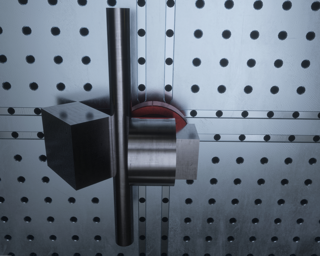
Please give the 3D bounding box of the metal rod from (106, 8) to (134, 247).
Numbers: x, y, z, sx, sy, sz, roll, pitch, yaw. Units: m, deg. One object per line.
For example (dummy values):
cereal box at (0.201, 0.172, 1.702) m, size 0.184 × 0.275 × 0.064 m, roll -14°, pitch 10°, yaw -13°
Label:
metal rod at (-0.046, 0.015, 0.374) m, size 0.025 × 0.025 × 0.298 m, roll 1°, pitch 110°, yaw -1°

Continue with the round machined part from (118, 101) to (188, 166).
round machined part at (-0.008, 0.011, 0.407) m, size 0.099 × 0.042 × 0.097 m, roll 0°, pitch 110°, yaw -1°

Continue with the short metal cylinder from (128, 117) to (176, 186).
short metal cylinder at (-0.009, 0.027, 0.362) m, size 0.050 × 0.080 × 0.079 m, roll 1°, pitch 110°, yaw -1°

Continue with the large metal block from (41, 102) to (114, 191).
large metal block at (-0.102, 0.018, 0.383) m, size 0.050 × 0.080 × 0.079 m, roll -16°, pitch 116°, yaw -39°

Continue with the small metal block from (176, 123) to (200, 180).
small metal block at (0.030, 0.027, 0.365) m, size 0.025 × 0.050 × 0.050 m, roll 1°, pitch 110°, yaw -1°
